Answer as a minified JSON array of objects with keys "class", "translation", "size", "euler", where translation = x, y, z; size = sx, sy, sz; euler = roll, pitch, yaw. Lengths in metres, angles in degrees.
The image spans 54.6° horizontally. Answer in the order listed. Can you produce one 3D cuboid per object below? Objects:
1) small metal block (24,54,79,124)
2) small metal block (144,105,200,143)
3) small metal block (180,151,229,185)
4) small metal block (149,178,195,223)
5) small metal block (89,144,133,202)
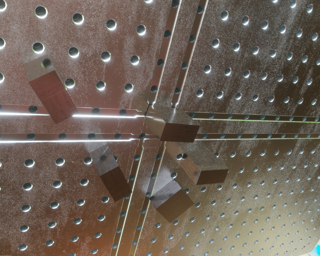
[{"class":"small metal block","translation":[-0.109,-0.040,0.311],"size":[0.025,0.050,0.050],"euler":[-29,128,-10]},{"class":"small metal block","translation":[0.014,-0.006,0.399],"size":[0.050,0.050,0.025],"euler":[4,116,-30]},{"class":"small metal block","translation":[0.066,0.059,0.467],"size":[0.050,0.050,0.025],"euler":[1,118,-29]},{"class":"small metal block","translation":[0.019,0.116,0.493],"size":[0.050,0.025,0.050],"euler":[-38,129,-2]},{"class":"small metal block","translation":[-0.063,0.057,0.395],"size":[0.025,0.050,0.050],"euler":[-28,128,-11]}]
